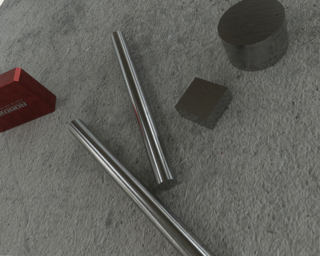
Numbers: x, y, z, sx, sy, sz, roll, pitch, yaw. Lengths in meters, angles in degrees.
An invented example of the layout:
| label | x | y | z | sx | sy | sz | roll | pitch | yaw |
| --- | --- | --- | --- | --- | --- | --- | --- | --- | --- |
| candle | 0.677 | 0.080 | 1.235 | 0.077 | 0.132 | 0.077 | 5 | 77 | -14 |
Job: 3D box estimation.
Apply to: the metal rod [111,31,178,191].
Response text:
| label | x | y | z | sx | sy | sz | roll | pitch | yaw |
| --- | --- | --- | --- | --- | --- | --- | --- | --- | --- |
| metal rod | -0.032 | -0.046 | 0.449 | 0.025 | 0.025 | 0.299 | -28 | 52 | 10 |

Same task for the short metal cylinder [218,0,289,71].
| label | x | y | z | sx | sy | sz | roll | pitch | yaw |
| --- | --- | --- | --- | --- | --- | --- | --- | --- | --- |
| short metal cylinder | 0.120 | -0.120 | 0.399 | 0.080 | 0.050 | 0.080 | -13 | 56 | 21 |

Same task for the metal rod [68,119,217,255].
| label | x | y | z | sx | sy | sz | roll | pitch | yaw |
| --- | --- | --- | --- | --- | --- | --- | --- | --- | --- |
| metal rod | -0.036 | 0.069 | 0.380 | 0.025 | 0.025 | 0.300 | -48 | 51 | -5 |

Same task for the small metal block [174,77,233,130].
| label | x | y | z | sx | sy | sz | roll | pitch | yaw |
| --- | --- | --- | --- | --- | --- | --- | --- | --- | --- |
| small metal block | 0.056 | -0.032 | 0.394 | 0.050 | 0.025 | 0.050 | 26 | 76 | 37 |

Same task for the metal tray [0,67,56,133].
| label | x | y | z | sx | sy | sz | roll | pitch | yaw |
| --- | --- | --- | --- | --- | --- | --- | --- | --- | --- |
| metal tray | -0.256 | -0.043 | 0.523 | 0.130 | 0.090 | 0.030 | -19 | 55 | 17 |
